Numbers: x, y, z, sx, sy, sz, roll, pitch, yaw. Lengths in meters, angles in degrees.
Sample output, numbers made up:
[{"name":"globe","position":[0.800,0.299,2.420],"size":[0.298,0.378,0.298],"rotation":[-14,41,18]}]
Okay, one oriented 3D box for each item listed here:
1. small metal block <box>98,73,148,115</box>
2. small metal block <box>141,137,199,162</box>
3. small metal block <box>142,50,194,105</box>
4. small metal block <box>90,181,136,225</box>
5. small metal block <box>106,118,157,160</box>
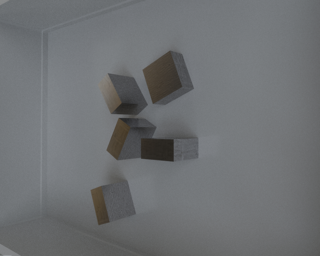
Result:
[{"name":"small metal block","position":[-0.052,-0.046,0.433],"size":[0.025,0.050,0.050],"rotation":[-41,65,32]},{"name":"small metal block","position":[0.012,0.025,0.381],"size":[0.050,0.050,0.025],"rotation":[0,90,40]},{"name":"small metal block","position":[0.010,-0.063,0.399],"size":[0.050,0.025,0.050],"rotation":[-27,73,36]},{"name":"small metal block","position":[-0.067,0.107,0.446],"size":[0.025,0.050,0.050],"rotation":[-26,74,37]},{"name":"small metal block","position":[-0.038,0.014,0.422],"size":[0.025,0.050,0.050],"rotation":[36,112,34]}]
